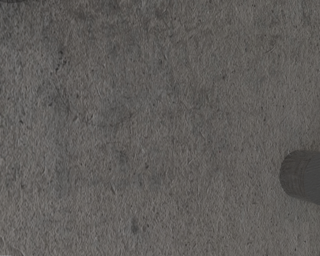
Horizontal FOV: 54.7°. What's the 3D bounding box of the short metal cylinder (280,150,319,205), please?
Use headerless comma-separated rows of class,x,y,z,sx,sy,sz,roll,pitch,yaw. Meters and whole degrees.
short metal cylinder,0.237,0.075,0.483,0.081,0.050,0.080,0,90,-20

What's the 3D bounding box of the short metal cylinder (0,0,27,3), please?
short metal cylinder,-0.168,-0.184,0.333,0.081,0.050,0.080,0,90,-20
